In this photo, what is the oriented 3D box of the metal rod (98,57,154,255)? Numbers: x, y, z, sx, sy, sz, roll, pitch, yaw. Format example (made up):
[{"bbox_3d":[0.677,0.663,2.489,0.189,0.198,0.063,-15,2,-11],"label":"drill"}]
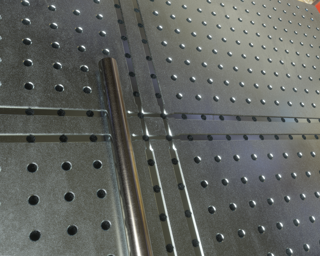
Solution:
[{"bbox_3d":[-0.040,0.043,0.361,0.025,0.025,0.299,1,61,-28],"label":"metal rod"}]
